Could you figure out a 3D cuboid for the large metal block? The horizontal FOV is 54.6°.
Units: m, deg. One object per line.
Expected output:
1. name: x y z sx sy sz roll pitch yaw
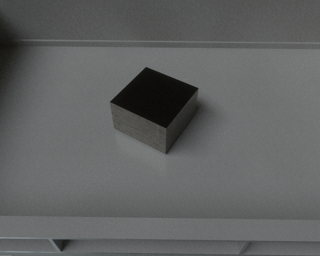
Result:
1. large metal block: -0.006 -0.025 0.406 0.080 0.050 0.080 25 54 19
